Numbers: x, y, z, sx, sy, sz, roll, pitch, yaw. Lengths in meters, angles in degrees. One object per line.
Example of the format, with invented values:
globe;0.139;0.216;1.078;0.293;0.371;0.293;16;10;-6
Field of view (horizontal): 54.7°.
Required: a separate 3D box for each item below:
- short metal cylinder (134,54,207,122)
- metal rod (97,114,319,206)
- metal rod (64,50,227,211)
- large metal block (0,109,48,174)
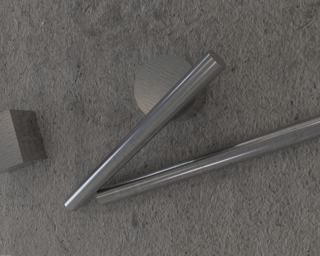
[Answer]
short metal cylinder;0.015;-0.048;0.391;0.080;0.050;0.080;0;90;20
metal rod;0.051;0.046;0.390;0.300;0.025;0.025;-21;83;18
metal rod;-0.036;0.021;0.381;0.299;0.025;0.025;-44;76;30
large metal block;-0.232;0.023;0.478;0.080;0.050;0.080;-20;84;19
